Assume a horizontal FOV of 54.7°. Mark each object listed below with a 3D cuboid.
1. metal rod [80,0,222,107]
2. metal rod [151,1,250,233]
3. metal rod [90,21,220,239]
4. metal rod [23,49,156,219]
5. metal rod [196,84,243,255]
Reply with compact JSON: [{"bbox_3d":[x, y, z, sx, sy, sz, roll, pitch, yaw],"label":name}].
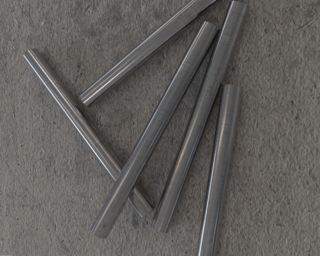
[{"bbox_3d":[0.010,-0.125,0.405,0.300,0.025,0.025,-36,79,16],"label":"metal rod"},{"bbox_3d":[0.048,-0.008,0.391,0.025,0.025,0.298,21,97,18],"label":"metal rod"},{"bbox_3d":[-0.008,0.005,0.394,0.025,0.025,0.299,29,93,17],"label":"metal rod"},{"bbox_3d":[-0.107,0.000,0.446,0.025,0.025,0.300,-42,77,15],"label":"metal rod"},{"bbox_3d":[0.067,0.096,0.385,0.025,0.025,0.298,9,93,20],"label":"metal rod"}]
